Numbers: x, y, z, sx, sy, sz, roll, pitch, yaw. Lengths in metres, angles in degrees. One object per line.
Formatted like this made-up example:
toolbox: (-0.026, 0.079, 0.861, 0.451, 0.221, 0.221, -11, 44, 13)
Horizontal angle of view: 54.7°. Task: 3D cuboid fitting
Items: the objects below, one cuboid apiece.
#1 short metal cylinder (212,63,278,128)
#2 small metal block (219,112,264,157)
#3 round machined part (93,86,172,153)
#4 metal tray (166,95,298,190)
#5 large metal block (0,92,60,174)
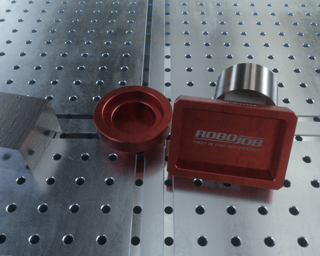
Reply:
short metal cylinder: (0.111, -0.037, 0.405, 0.080, 0.080, 0.050, 11, 51, 9)
small metal block: (0.098, 0.005, 0.385, 0.050, 0.050, 0.025, 11, 30, 9)
round machined part: (-0.034, -0.007, 0.402, 0.099, 0.042, 0.098, 0, 50, 0)
metal tray: (0.078, 0.015, 0.353, 0.131, 0.089, 0.030, 7, 15, 5)
large metal block: (-0.185, 0.004, 0.386, 0.080, 0.050, 0.080, 9, 51, 7)
